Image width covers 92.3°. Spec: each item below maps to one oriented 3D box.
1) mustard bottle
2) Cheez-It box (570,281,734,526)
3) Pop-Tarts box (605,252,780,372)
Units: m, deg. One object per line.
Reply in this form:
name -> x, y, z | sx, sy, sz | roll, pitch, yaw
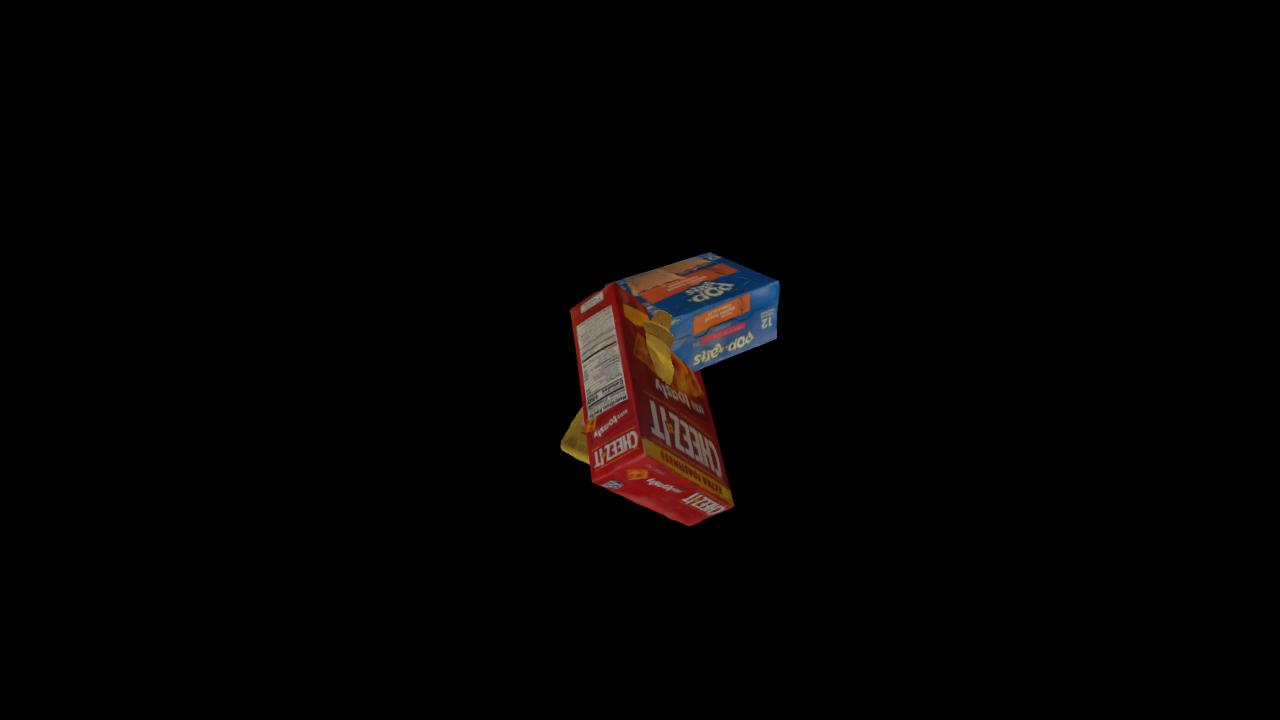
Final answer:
mustard bottle -> -0.011, 0.027, 0.655 | 0.054, 0.184, 0.092 | 37, -17, -36
Cheez-It box -> 0.011, 0.046, 0.657 | 0.071, 0.223, 0.166 | -31, -43, 24
Pop-Tarts box -> 0.063, -0.061, 0.767 | 0.167, 0.083, 0.141 | -21, 33, -23
